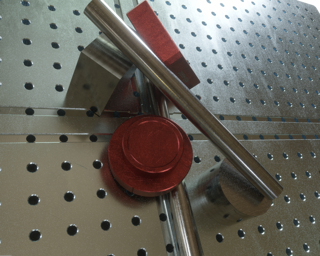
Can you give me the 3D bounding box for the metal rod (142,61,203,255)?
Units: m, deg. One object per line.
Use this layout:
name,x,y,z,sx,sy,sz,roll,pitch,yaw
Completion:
metal rod,0.006,0.012,0.406,0.025,0.025,0.299,2,61,-28

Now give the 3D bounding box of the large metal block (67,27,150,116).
large metal block,-0.064,-0.075,0.386,0.050,0.080,0.080,36,51,-5

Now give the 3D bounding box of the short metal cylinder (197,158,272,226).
short metal cylinder,0.096,0.079,0.398,0.081,0.050,0.080,14,56,-21

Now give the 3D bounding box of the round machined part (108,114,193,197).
round machined part,-0.010,0.026,0.357,0.099,0.042,0.098,4,62,-7

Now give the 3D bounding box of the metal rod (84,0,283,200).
metal rod,0.032,-0.027,0.353,0.300,0.025,0.025,45,50,-8

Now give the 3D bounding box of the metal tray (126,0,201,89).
metal tray,0.010,-0.105,0.426,0.090,0.030,0.130,60,11,15
